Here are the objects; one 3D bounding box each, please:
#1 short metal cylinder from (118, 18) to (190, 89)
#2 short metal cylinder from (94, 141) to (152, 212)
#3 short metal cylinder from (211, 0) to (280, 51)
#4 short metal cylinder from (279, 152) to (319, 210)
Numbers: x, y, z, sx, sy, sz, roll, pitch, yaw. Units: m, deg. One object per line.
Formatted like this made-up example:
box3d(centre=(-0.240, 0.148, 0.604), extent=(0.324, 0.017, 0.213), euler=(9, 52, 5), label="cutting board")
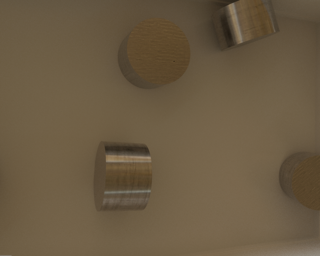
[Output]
box3d(centre=(-0.009, -0.092, 0.394), extent=(0.081, 0.050, 0.080), euler=(0, 90, -20), label="short metal cylinder")
box3d(centre=(-0.046, 0.057, 0.364), extent=(0.050, 0.080, 0.080), euler=(5, 89, -20), label="short metal cylinder")
box3d(centre=(0.116, -0.142, 0.423), extent=(0.081, 0.080, 0.050), euler=(-20, 97, -19), label="short metal cylinder")
box3d(centre=(0.230, 0.078, 0.468), extent=(0.080, 0.050, 0.079), euler=(0, 91, 1), label="short metal cylinder")
